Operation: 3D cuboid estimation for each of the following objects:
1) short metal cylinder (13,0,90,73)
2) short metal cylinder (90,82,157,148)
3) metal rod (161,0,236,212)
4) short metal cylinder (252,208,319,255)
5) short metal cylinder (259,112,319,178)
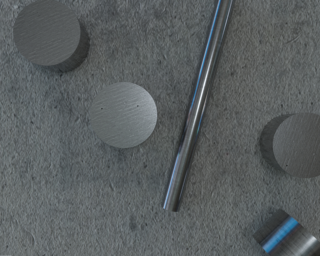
[{"bbox_3d":[-0.136,-0.115,0.396,0.081,0.050,0.080,0,90,0],"label":"short metal cylinder"},{"bbox_3d":[-0.044,-0.016,0.397,0.081,0.050,0.080,0,90,0],"label":"short metal cylinder"},{"bbox_3d":[0.052,-0.038,0.410,0.025,0.025,0.298,15,90,0],"label":"metal rod"},{"bbox_3d":[0.163,0.147,0.384,0.080,0.080,0.050,45,90,0],"label":"short metal cylinder"},{"bbox_3d":[0.176,0.021,0.399,0.081,0.050,0.080,0,90,0],"label":"short metal cylinder"}]
